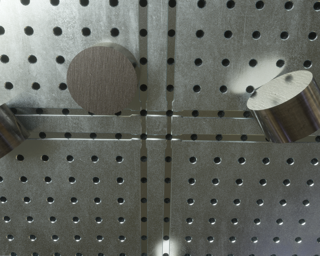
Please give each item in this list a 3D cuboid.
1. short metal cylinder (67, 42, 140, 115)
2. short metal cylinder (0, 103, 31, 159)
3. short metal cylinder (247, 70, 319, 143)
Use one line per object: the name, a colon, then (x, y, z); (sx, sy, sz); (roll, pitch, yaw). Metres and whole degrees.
short metal cylinder: (-0.066, -0.061, 0.377); (0.081, 0.050, 0.079); (0, 110, 0)
short metal cylinder: (-0.213, 0.012, 0.386); (0.080, 0.080, 0.050); (-29, 108, 10)
short metal cylinder: (0.154, -0.026, 0.376); (0.080, 0.080, 0.050); (-32, 107, 11)
